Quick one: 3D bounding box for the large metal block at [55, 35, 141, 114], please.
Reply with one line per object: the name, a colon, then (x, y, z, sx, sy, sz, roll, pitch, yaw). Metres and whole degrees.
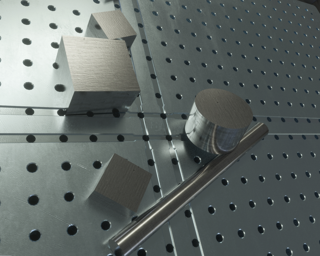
large metal block: (-0.080, -0.066, 0.390, 0.081, 0.050, 0.080, -4, 64, -31)

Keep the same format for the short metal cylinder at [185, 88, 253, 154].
short metal cylinder: (0.080, -0.010, 0.429, 0.081, 0.050, 0.080, 9, 44, -8)

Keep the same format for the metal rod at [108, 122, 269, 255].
metal rod: (0.059, 0.062, 0.403, 0.302, 0.025, 0.025, -30, 79, -38)

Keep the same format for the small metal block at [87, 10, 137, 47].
small metal block: (-0.071, -0.145, 0.460, 0.050, 0.025, 0.050, -25, 75, -37)

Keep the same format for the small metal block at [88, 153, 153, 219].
small metal block: (-0.043, 0.064, 0.347, 0.050, 0.025, 0.050, 31, 52, -9)
